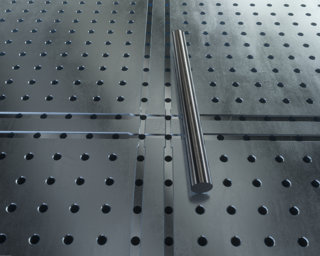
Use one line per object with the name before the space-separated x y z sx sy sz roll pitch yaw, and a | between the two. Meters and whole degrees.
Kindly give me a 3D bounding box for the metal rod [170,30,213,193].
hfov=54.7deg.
metal rod | 0.039 -0.047 0.447 0.025 0.025 0.300 -2 50 -2
